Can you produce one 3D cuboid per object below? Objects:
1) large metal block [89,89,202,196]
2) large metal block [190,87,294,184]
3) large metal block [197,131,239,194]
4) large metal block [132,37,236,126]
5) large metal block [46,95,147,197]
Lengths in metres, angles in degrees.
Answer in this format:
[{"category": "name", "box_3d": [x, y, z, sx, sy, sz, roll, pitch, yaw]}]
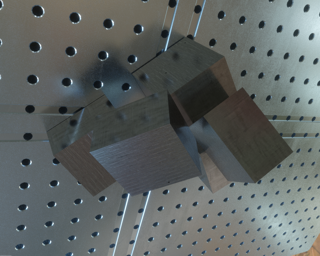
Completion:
[{"category": "large metal block", "box_3d": [-0.012, 0.018, 0.316, 0.080, 0.050, 0.080, -20, 131, 15]}, {"category": "large metal block", "box_3d": [0.081, 0.012, 0.337, 0.050, 0.080, 0.080, -37, 87, -10]}, {"category": "large metal block", "box_3d": [0.064, 0.029, 0.428, 0.050, 0.080, 0.080, -30, 129, -10]}, {"category": "large metal block", "box_3d": [0.026, -0.052, 0.357, 0.080, 0.080, 0.050, -36, 129, -5]}, {"category": "large metal block", "box_3d": [-0.072, 0.021, 0.369, 0.080, 0.050, 0.080, -34, 129, -6]}]
